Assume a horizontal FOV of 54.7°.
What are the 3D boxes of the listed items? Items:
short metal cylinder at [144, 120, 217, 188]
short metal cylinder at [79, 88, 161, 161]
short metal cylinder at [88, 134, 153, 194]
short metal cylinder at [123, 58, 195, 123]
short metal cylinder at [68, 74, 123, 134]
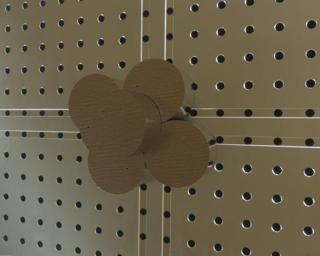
[{"bbox_3d":[0.027,0.030,0.388,0.080,0.050,0.079,0,90,19],"label":"short metal cylinder"},{"bbox_3d":[-0.045,-0.005,0.359,0.080,0.050,0.079,1,92,19],"label":"short metal cylinder"},{"bbox_3d":[-0.048,0.044,0.414,0.080,0.050,0.079,0,90,19],"label":"short metal cylinder"},{"bbox_3d":[0.000,-0.044,0.398,0.080,0.050,0.079,0,90,19],"label":"short metal cylinder"},{"bbox_3d":[-0.076,-0.031,0.424,0.080,0.050,0.079,0,90,19],"label":"short metal cylinder"}]
